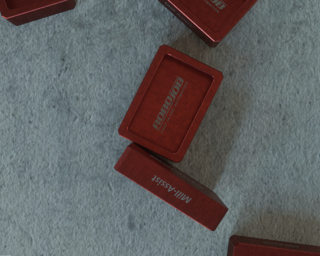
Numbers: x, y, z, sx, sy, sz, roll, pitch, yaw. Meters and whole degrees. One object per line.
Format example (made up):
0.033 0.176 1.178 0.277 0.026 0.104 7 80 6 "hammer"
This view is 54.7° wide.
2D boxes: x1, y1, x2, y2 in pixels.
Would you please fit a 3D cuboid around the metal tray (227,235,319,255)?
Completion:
0.154 0.199 0.410 0.131 0.030 0.089 8 90 -1 "metal tray"

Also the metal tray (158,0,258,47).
0.054 -0.183 0.408 0.130 0.030 0.090 42 90 -1 "metal tray"

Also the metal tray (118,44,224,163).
0.014 -0.031 0.407 0.090 0.030 0.130 26 90 -1 "metal tray"

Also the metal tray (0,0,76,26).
-0.175 -0.211 0.404 0.090 0.030 0.129 -18 90 -1 "metal tray"

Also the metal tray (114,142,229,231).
0.012 0.066 0.377 0.130 0.090 0.030 33 90 -1 "metal tray"
